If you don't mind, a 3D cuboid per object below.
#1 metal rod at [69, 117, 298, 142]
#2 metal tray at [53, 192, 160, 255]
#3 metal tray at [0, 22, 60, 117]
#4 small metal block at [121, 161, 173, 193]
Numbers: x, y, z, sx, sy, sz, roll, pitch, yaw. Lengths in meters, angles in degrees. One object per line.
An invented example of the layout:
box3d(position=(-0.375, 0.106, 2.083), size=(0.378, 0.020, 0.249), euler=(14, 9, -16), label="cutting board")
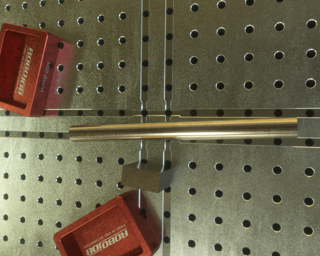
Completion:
box3d(position=(0.015, 0.004, 0.406), size=(0.301, 0.025, 0.025), euler=(-2, 90, 19), label="metal rod")
box3d(position=(-0.078, 0.160, 0.435), size=(0.130, 0.030, 0.090), euler=(-33, 80, 16), label="metal tray")
box3d(position=(-0.214, -0.090, 0.483), size=(0.090, 0.030, 0.129), euler=(17, 95, 18), label="metal tray")
box3d(position=(-0.016, 0.063, 0.404), size=(0.050, 0.050, 0.025), euler=(9, 93, 19), label="small metal block")
